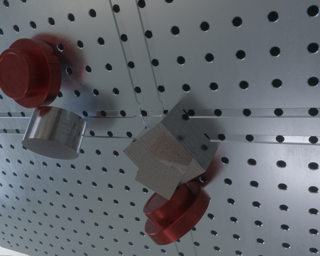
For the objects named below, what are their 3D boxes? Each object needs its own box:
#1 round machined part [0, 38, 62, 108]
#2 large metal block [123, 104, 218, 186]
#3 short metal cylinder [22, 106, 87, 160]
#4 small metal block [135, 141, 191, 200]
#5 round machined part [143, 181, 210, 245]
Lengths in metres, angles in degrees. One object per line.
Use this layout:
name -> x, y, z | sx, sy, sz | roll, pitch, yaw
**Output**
round machined part -> -0.189, -0.076, 0.434 | 0.098, 0.042, 0.097 | 6, 102, 28
large metal block -> 0.013, 0.029, 0.406 | 0.080, 0.050, 0.080 | 48, 129, -6
short metal cylinder -> -0.154, 0.009, 0.458 | 0.080, 0.050, 0.080 | 7, 155, 4
small metal block -> 0.003, 0.053, 0.378 | 0.050, 0.025, 0.050 | 29, 128, 9
round machined part -> 0.016, 0.106, 0.421 | 0.098, 0.098, 0.042 | -34, 100, 38
